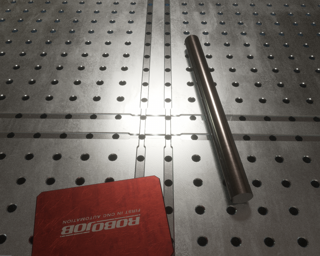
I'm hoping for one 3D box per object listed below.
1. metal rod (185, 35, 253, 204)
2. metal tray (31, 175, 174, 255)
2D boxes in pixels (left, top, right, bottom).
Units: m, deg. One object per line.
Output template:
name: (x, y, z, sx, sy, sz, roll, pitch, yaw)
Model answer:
metal rod: (0.073, -0.036, 0.438, 0.025, 0.025, 0.300, -5, 50, -5)
metal tray: (-0.058, 0.103, 0.317, 0.131, 0.030, 0.090, -7, 50, -7)
